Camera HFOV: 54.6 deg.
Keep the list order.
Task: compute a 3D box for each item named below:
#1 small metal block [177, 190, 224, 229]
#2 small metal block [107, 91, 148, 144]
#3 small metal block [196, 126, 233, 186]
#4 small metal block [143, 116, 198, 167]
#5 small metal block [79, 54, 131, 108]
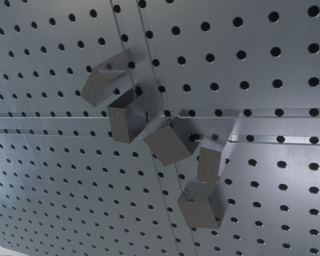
[{"bbox_3d":[0.060,0.119,0.454,0.050,0.025,0.050,-9,114,32],"label":"small metal block"},{"bbox_3d":[-0.041,-0.015,0.408,0.025,0.050,0.050,9,122,24],"label":"small metal block"},{"bbox_3d":[0.067,0.033,0.380,0.025,0.050,0.050,15,125,20],"label":"small metal block"},{"bbox_3d":[0.014,0.019,0.416,0.050,0.025,0.050,-29,103,37],"label":"small metal block"},{"bbox_3d":[-0.069,-0.060,0.395,0.025,0.050,0.050,41,129,1],"label":"small metal block"}]
